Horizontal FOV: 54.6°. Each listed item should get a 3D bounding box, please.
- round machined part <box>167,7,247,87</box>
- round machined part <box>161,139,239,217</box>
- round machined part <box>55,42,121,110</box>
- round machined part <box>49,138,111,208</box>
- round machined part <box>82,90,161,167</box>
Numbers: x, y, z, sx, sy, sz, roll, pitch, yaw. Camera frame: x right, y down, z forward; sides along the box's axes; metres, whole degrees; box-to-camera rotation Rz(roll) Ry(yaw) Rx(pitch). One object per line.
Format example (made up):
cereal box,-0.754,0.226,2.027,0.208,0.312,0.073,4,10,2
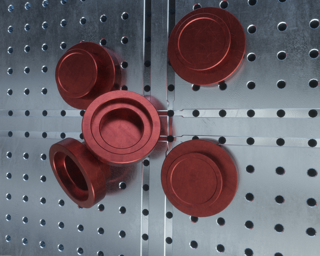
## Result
round machined part,0.056,-0.102,0.384,0.098,0.042,0.097,0,90,20
round machined part,0.047,0.063,0.387,0.098,0.042,0.097,0,90,20
round machined part,-0.109,-0.075,0.443,0.098,0.042,0.097,0,90,20
round machined part,-0.105,0.057,0.426,0.098,0.042,0.097,24,129,34
round machined part,-0.050,0.003,0.406,0.099,0.042,0.098,3,69,-8
